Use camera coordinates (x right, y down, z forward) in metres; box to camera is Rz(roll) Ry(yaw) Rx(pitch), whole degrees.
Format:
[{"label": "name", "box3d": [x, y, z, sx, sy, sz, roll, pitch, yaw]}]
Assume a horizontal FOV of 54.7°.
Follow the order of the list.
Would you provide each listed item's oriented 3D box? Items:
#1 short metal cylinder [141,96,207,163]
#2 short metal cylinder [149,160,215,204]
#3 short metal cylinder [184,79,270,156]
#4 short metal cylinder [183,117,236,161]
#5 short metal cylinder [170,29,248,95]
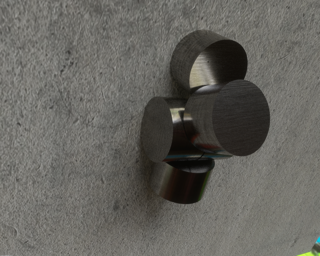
[{"label": "short metal cylinder", "box3d": [0.017, 0.002, 0.385, 0.050, 0.080, 0.079, 1, 118, -29]}, {"label": "short metal cylinder", "box3d": [0.029, 0.059, 0.427, 0.081, 0.080, 0.050, 0, 118, -29]}, {"label": "short metal cylinder", "box3d": [0.074, -0.010, 0.342, 0.081, 0.050, 0.079, 0, 90, -29]}, {"label": "short metal cylinder", "box3d": [0.063, 0.003, 0.410, 0.050, 0.080, 0.079, 1, 118, -28]}, {"label": "short metal cylinder", "box3d": [0.059, -0.075, 0.381, 0.081, 0.050, 0.079, -14, 125, -21]}]
